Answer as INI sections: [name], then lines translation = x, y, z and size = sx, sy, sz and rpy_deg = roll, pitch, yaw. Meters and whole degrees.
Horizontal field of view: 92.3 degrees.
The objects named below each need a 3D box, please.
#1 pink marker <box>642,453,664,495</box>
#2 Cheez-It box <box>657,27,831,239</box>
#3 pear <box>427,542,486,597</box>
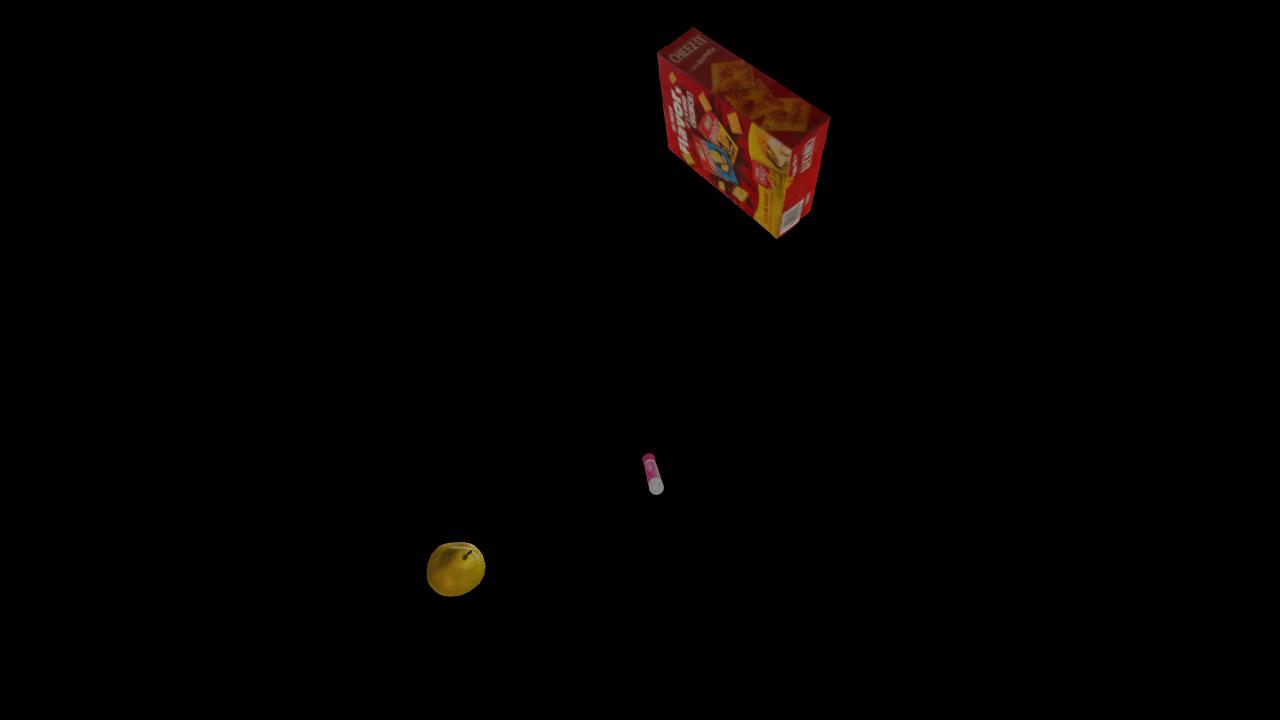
[pink marker]
translation = 0.017, 0.152, 0.834
size = 0.020, 0.020, 0.121
rpy_deg = 0, 9, -4
[Cheez-It box]
translation = 0.122, -0.280, 0.768
size = 0.071, 0.223, 0.166
rpy_deg = -40, -23, -11
[pear]
translation = -0.253, 0.284, 0.847
size = 0.080, 0.080, 0.111
rpy_deg = 0, -27, -16
